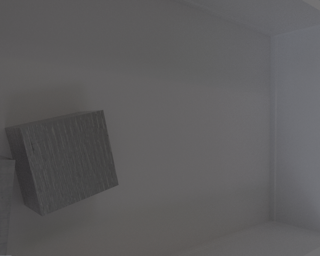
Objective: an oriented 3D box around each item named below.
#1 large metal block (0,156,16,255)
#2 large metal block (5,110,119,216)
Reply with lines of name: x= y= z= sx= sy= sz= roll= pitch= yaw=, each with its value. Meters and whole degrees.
large metal block: x=-0.155 y=0.061 z=0.241 sx=0.050 sy=0.080 sz=0.080 roll=7 pitch=86 yaw=-40
large metal block: x=-0.096 y=0.030 z=0.310 sx=0.081 sy=0.050 sz=0.079 roll=-17 pitch=101 yaw=-39
